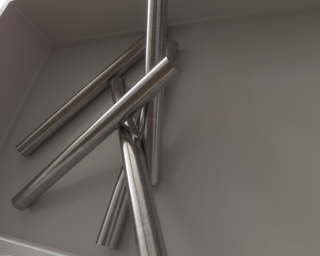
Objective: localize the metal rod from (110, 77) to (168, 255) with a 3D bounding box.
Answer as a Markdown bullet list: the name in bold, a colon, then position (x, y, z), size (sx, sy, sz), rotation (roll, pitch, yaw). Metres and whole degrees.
- **metal rod**: position (-0.034, 0.022, 0.364), size (0.025, 0.025, 0.300), rotation (-30, 38, 9)

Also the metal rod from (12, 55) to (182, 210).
- **metal rod**: position (-0.093, 0.019, 0.391), size (0.299, 0.025, 0.025), rotation (-39, 50, 21)

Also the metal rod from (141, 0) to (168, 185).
- **metal rod**: position (-0.006, -0.082, 0.381), size (0.025, 0.025, 0.298), rotation (1, 87, 28)

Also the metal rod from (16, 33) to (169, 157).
- **metal rod**: position (-0.108, -0.061, 0.497), size (0.300, 0.025, 0.025), rotation (-41, 51, -1)

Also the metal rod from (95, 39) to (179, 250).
- **metal rod**: position (-0.022, 0.004, 0.413), size (0.025, 0.025, 0.300), rotation (3, 63, 29)
